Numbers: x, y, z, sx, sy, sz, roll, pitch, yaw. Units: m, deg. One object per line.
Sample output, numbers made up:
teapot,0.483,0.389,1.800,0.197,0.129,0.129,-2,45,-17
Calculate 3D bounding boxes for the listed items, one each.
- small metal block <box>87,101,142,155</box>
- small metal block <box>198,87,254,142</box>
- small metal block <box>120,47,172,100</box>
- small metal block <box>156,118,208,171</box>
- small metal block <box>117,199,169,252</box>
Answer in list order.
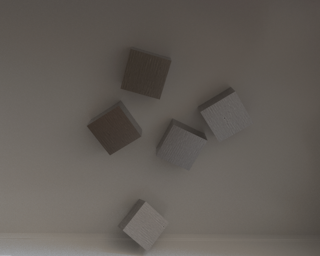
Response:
small metal block,-0.059,0.000,0.411,0.050,0.025,0.050,-31,108,10
small metal block,0.086,-0.017,0.406,0.050,0.025,0.050,-31,108,10
small metal block,-0.017,-0.069,0.386,0.050,0.025,0.050,15,109,-6
small metal block,0.028,0.022,0.420,0.050,0.025,0.050,25,108,-10
small metal block,-0.024,0.140,0.450,0.050,0.025,0.050,46,70,-15
